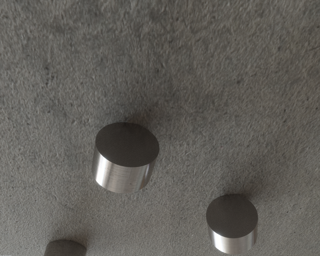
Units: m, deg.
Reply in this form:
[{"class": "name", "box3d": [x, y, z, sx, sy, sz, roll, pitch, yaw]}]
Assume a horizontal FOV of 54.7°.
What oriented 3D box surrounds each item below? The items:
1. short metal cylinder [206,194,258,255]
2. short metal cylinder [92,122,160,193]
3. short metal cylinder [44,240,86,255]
[{"class": "short metal cylinder", "box3d": [0.118, 0.157, 0.506, 0.080, 0.080, 0.050, -8, 130, 6]}, {"class": "short metal cylinder", "box3d": [-0.046, 0.037, 0.402, 0.081, 0.080, 0.050, 10, 129, -9]}, {"class": "short metal cylinder", "box3d": [-0.191, 0.265, 0.614, 0.081, 0.050, 0.079, 0, 130, 0]}]
